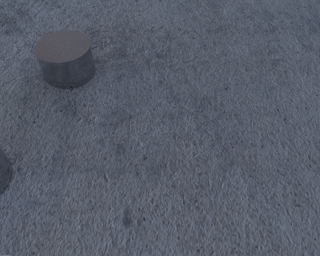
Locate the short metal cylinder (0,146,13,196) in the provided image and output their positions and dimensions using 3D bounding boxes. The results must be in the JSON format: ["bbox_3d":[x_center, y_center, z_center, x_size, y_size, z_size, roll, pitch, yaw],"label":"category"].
[{"bbox_3d":[-0.216,0.045,0.348,0.080,0.050,0.080,0,50,0],"label":"short metal cylinder"}]

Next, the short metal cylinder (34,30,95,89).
[{"bbox_3d":[-0.143,-0.105,0.474,0.080,0.050,0.080,0,50,0],"label":"short metal cylinder"}]
